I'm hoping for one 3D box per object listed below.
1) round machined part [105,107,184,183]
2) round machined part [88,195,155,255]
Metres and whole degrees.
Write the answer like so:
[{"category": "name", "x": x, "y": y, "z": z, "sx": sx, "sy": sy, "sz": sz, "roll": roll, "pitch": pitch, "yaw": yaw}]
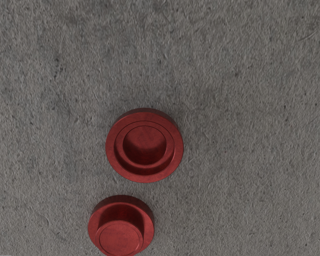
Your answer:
[{"category": "round machined part", "x": -0.019, "y": 0.019, "z": 0.408, "sx": 0.099, "sy": 0.042, "sz": 0.097, "roll": 0, "pitch": 110, "yaw": 0}, {"category": "round machined part", "x": -0.057, "y": 0.152, "z": 0.456, "sx": 0.099, "sy": 0.042, "sz": 0.097, "roll": 0, "pitch": 110, "yaw": 0}]
